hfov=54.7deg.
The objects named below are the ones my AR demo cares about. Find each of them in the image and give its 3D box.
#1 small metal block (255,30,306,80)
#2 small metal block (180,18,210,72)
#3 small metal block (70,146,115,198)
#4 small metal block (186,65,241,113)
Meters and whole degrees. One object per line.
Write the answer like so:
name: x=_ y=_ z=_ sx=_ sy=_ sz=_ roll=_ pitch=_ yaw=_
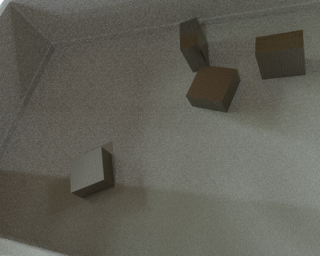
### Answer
small metal block: x=0.143 y=-0.085 z=0.366 sx=0.050 sy=0.050 sz=0.025 roll=-3 pitch=61 yaw=26
small metal block: x=0.049 y=-0.115 z=0.434 sx=0.025 sy=0.050 sz=0.050 roll=-12 pitch=57 yaw=21
small metal block: x=-0.091 y=0.060 z=0.415 sx=0.050 sy=0.025 sz=0.050 roll=-23 pitch=53 yaw=14
small metal block: x=0.069 y=-0.051 z=0.400 sx=0.050 sy=0.025 sz=0.050 roll=14 pitch=69 yaw=33
